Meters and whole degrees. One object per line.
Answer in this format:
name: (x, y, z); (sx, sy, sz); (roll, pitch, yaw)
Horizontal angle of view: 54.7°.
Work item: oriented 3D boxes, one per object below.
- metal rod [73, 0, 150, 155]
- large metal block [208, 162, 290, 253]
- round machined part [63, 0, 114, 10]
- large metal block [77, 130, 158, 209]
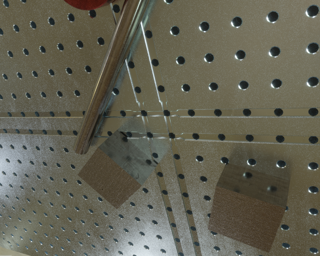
metal rod: (-0.068, -0.067, 0.405); (0.025, 0.025, 0.298); (35, 129, 5)
large metal block: (0.112, 0.101, 0.398); (0.080, 0.050, 0.079); (16, 125, 19)
round machined part: (-0.090, -0.179, 0.337); (0.098, 0.042, 0.097); (13, 124, 21)
large metal block: (-0.065, 0.064, 0.469); (0.080, 0.050, 0.080); (42, 129, -1)
